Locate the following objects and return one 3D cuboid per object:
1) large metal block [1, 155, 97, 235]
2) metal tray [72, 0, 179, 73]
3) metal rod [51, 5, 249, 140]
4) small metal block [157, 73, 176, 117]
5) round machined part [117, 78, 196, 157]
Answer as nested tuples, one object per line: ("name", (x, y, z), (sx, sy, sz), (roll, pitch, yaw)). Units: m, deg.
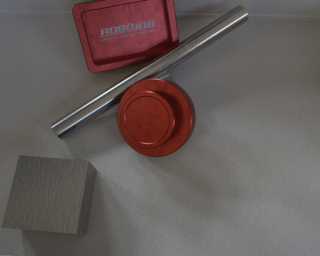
("large metal block", (-0.125, 0.080, 0.366), (0.081, 0.050, 0.080), (5, 70, 1))
("metal tray", (-0.043, -0.134, 0.425), (0.131, 0.089, 0.030), (-13, 27, -5))
("metal rod", (-0.010, -0.077, 0.419), (0.301, 0.025, 0.025), (-33, 74, -5))
("small metal block", (0.005, -0.039, 0.424), (0.050, 0.025, 0.050), (-34, 74, -12))
("round machined part", (-0.009, -0.012, 0.381), (0.098, 0.042, 0.097), (3, 98, 19))
